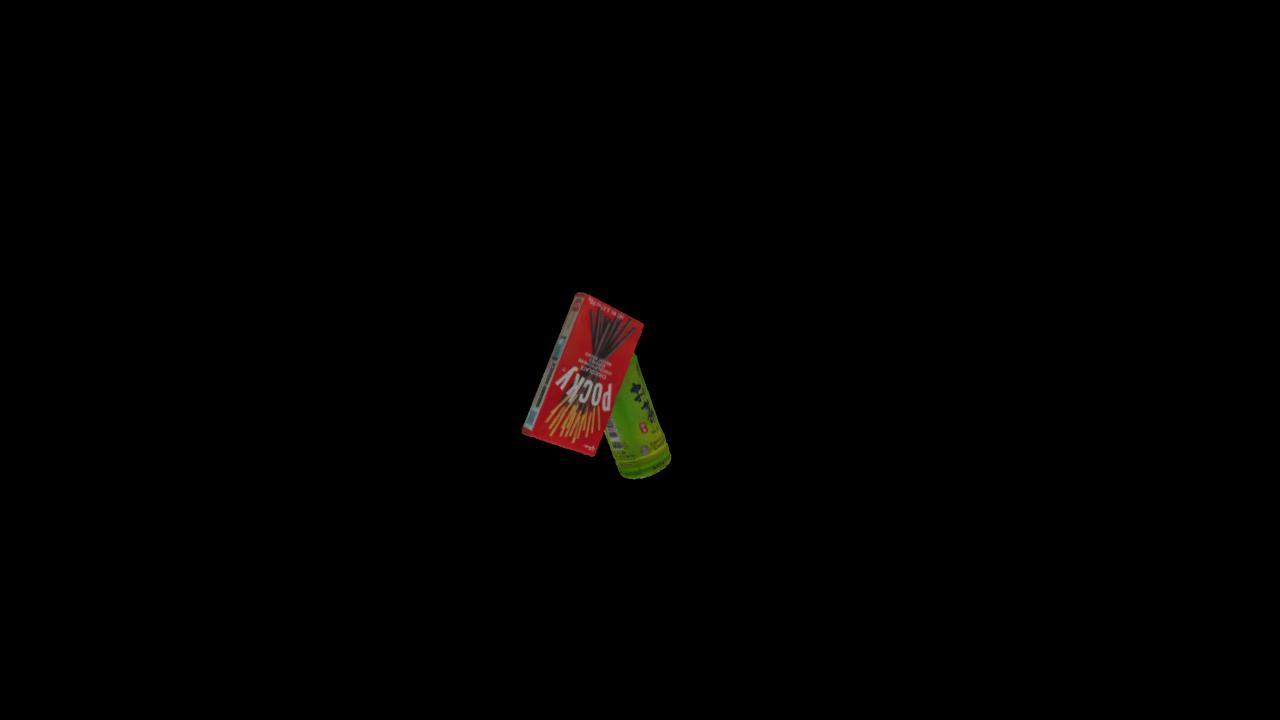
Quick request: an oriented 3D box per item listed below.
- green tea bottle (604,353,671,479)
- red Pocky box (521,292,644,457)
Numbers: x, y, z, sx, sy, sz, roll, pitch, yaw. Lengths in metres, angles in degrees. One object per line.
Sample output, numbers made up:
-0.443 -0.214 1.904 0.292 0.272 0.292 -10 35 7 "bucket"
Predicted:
-0.025 0.039 0.749 0.073 0.212 0.073 -19 15 5 "green tea bottle"
-0.057 0.017 0.637 0.083 0.155 0.028 25 -7 -37 "red Pocky box"
